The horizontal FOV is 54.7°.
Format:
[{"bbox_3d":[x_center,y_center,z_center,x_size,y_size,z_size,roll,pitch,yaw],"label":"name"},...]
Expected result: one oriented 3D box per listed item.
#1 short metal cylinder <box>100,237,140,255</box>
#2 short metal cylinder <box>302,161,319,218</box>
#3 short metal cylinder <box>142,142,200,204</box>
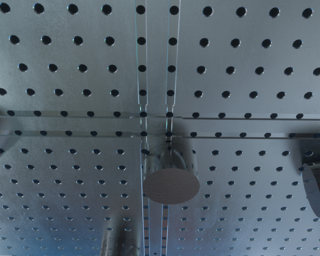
[{"bbox_3d":[-0.080,0.260,0.616,0.081,0.050,0.079,0,130,0],"label":"short metal cylinder"},{"bbox_3d":[0.247,0.086,0.451,0.050,0.080,0.080,-12,129,10],"label":"short metal cylinder"},{"bbox_3d":[0.015,0.067,0.452,0.081,0.050,0.079,0,130,0],"label":"short metal cylinder"}]
